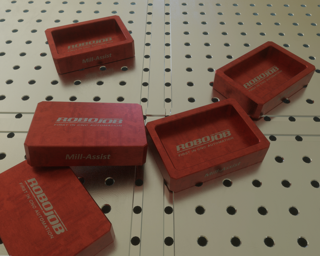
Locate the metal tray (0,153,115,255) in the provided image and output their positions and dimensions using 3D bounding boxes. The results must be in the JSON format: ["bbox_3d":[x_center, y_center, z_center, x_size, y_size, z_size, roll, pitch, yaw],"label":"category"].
[{"bbox_3d":[-0.121,0.089,0.328,0.091,0.030,0.130,-31,57,-24],"label":"metal tray"}]

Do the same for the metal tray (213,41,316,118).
[{"bbox_3d":[0.157,-0.078,0.471,0.131,0.030,0.090,-31,57,-24],"label":"metal tray"}]

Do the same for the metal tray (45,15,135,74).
[{"bbox_3d":[-0.118,-0.144,0.523,0.131,0.030,0.090,-17,52,-15],"label":"metal tray"}]

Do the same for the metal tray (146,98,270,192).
[{"bbox_3d":[0.057,0.017,0.390,0.131,0.030,0.090,-17,52,-14],"label":"metal tray"}]

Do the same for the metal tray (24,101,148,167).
[{"bbox_3d":[-0.085,0.005,0.375,0.131,0.030,0.090,1,36,-10],"label":"metal tray"}]
